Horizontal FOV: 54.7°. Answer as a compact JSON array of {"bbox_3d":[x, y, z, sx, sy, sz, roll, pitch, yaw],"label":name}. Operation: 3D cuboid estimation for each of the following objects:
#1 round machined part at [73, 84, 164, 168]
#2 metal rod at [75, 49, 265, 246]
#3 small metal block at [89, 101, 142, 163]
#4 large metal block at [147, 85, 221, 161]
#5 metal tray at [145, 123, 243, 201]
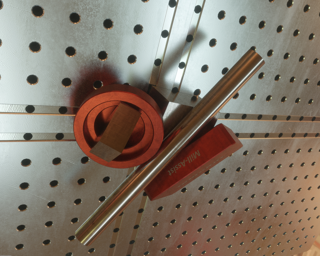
[{"bbox_3d":[-0.045,-0.005,0.357,0.099,0.042,0.097,0,118,0],"label":"round machined part"},{"bbox_3d":[0.009,0.026,0.369,0.300,0.025,0.025,-47,130,4],"label":"metal rod"},{"bbox_3d":[-0.049,0.006,0.337,0.025,0.050,0.050,31,63,-13],"label":"small metal block"},{"bbox_3d":[0.019,-0.002,0.405,0.081,0.050,0.079,9,114,-33],"label":"large metal block"},{"bbox_3d":[0.046,0.047,0.421,0.130,0.030,0.090,-37,163,13],"label":"metal tray"}]
